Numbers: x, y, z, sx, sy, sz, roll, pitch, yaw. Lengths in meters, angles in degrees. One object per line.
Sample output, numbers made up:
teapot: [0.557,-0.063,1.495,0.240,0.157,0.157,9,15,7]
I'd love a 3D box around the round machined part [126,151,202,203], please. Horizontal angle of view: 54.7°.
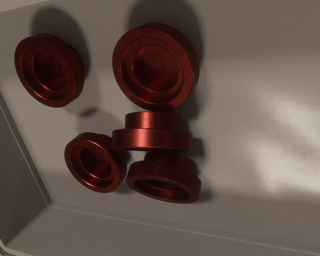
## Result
round machined part: [0.007,0.064,0.415,0.098,0.042,0.098,12,152,7]

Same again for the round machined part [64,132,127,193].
round machined part: [-0.093,0.048,0.474,0.098,0.042,0.097,13,124,20]

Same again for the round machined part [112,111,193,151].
round machined part: [-0.009,0.006,0.381,0.098,0.098,0.042,-2,82,29]

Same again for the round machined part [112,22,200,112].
round machined part: [-0.001,-0.071,0.354,0.098,0.042,0.097,13,124,20]

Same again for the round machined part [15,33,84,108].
round machined part: [-0.144,-0.080,0.422,0.098,0.042,0.097,13,124,20]
